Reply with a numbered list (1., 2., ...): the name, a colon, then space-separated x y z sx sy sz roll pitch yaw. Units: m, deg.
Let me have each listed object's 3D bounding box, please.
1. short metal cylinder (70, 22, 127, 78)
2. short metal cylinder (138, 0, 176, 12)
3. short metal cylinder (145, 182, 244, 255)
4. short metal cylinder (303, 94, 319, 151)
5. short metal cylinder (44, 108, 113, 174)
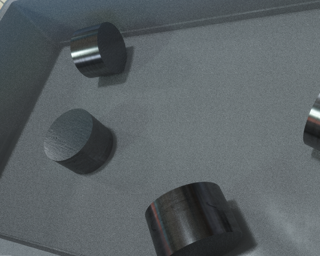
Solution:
1. short metal cylinder: -0.096 -0.124 0.497 0.050 0.080 0.080 -6 59 25
2. short metal cylinder: -0.008 -0.257 0.554 0.080 0.050 0.080 -13 56 21
3. short metal cylinder: 0.031 0.095 0.296 0.080 0.080 0.050 -30 52 9
4. short metal cylinder: 0.177 -0.009 0.283 0.050 0.080 0.080 32 79 38
5. short metal cylinder: -0.114 0.019 0.438 0.080 0.050 0.080 -13 56 21
